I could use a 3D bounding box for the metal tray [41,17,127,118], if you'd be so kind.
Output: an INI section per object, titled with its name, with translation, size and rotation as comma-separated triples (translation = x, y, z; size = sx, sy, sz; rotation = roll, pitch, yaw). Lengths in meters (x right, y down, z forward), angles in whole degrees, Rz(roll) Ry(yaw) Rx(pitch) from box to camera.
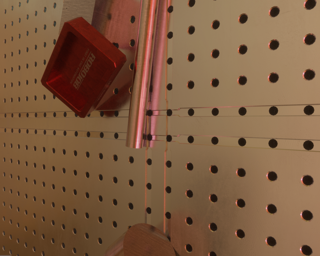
[metal tray]
translation = -0.117, -0.085, 0.461
size = 0.090, 0.030, 0.129
rotation = 41, 131, -2

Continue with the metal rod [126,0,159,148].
[metal rod]
translation = -0.019, -0.121, 0.425
size = 0.025, 0.025, 0.298
rotation = 11, 97, 39

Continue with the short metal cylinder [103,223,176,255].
[short metal cylinder]
translation = -0.026, 0.170, 0.395
size = 0.050, 0.081, 0.080
rotation = -48, 62, 30

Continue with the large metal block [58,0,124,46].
[large metal block]
translation = -0.108, -0.176, 0.482
size = 0.080, 0.050, 0.079
rotation = 22, 104, 38
